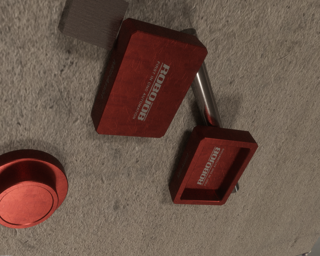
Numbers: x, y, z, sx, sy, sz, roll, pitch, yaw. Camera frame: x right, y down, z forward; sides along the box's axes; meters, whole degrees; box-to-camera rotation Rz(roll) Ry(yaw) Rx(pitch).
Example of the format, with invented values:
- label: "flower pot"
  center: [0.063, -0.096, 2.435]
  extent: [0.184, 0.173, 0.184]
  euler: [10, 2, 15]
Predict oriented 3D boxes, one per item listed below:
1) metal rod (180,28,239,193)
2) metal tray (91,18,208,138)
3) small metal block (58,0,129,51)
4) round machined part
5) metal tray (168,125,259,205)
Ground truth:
- label: "metal rod"
  center: [0.078, -0.002, 0.449]
  extent: [0.025, 0.025, 0.299]
  euler: [-31, 129, -8]
- label: "metal tray"
  center: [-0.015, -0.048, 0.348]
  extent: [0.091, 0.030, 0.129]
  euler: [5, 129, -30]
- label: "small metal block"
  center: [-0.066, -0.110, 0.304]
  extent: [0.050, 0.025, 0.050]
  euler: [13, 112, -34]
- label: "round machined part"
  center: [-0.157, 0.077, 0.358]
  extent: [0.099, 0.042, 0.097]
  euler: [-14, 125, -21]
- label: "metal tray"
  center: [0.075, 0.060, 0.459]
  extent: [0.091, 0.030, 0.129]
  euler: [7, 124, -19]
